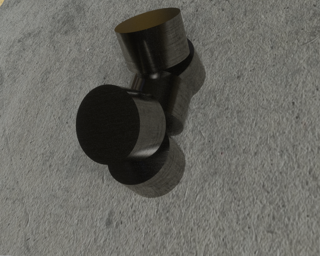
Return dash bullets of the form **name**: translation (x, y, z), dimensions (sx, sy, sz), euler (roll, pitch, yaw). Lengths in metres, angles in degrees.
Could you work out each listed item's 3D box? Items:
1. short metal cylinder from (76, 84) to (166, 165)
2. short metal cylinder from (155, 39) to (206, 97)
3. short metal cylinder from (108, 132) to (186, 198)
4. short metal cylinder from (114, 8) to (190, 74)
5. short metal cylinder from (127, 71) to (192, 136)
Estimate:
- **short metal cylinder**: translation (-0.041, -0.003, 0.328), dimensions (0.080, 0.050, 0.080), euler (0, 89, 29)
- **short metal cylinder**: translation (0.018, -0.080, 0.430), dimensions (0.080, 0.050, 0.080), euler (-13, 56, 21)
- **short metal cylinder**: translation (-0.015, 0.039, 0.374), dimensions (0.080, 0.050, 0.080), euler (-13, 56, 21)
- **short metal cylinder**: translation (-0.009, -0.107, 0.376), dimensions (0.080, 0.050, 0.080), euler (-13, 32, 9)
- **short metal cylinder**: translation (-0.004, -0.030, 0.391), dimensions (0.080, 0.080, 0.050), euler (2, 63, 29)
